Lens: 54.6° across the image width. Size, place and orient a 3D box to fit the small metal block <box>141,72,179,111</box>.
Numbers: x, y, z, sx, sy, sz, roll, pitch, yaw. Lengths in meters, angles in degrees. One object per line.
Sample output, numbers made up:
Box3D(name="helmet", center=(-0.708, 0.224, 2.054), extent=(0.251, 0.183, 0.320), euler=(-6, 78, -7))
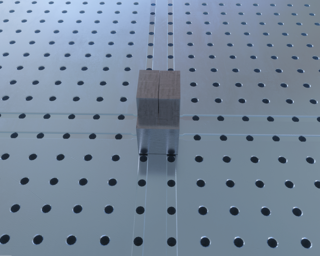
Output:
Box3D(name="small metal block", center=(0.000, -0.050, 0.433), extent=(0.050, 0.050, 0.025), euler=(1, 50, 1))

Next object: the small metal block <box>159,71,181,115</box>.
Box3D(name="small metal block", center=(0.012, -0.037, 0.390), extent=(0.025, 0.050, 0.050), euler=(1, 50, 2))

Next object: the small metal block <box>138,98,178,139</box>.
Box3D(name="small metal block", center=(-0.001, -0.013, 0.418), extent=(0.050, 0.025, 0.050), euler=(1, 50, 2))

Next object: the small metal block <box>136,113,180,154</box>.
Box3D(name="small metal block", center=(-0.002, 0.008, 0.385), extent=(0.050, 0.050, 0.025), euler=(1, 50, 1))

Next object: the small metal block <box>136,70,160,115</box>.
Box3D(name="small metal block", center=(-0.014, -0.037, 0.390), extent=(0.025, 0.050, 0.050), euler=(2, 50, 1))
